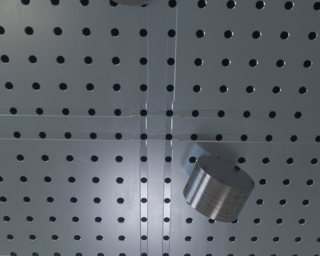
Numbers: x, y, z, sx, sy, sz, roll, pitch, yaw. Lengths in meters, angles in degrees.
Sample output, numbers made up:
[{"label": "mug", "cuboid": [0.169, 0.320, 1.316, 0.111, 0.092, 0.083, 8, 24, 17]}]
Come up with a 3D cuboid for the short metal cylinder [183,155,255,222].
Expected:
[{"label": "short metal cylinder", "cuboid": [0.078, 0.079, 0.414, 0.080, 0.080, 0.050, 20, 109, -7]}]

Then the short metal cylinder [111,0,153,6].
[{"label": "short metal cylinder", "cuboid": [-0.031, -0.175, 0.335, 0.081, 0.050, 0.079, 0, 110, -1]}]
